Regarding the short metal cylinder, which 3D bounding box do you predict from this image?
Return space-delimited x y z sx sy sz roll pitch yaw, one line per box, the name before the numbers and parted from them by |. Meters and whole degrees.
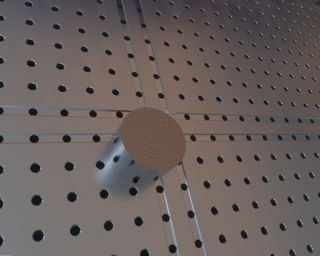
short metal cylinder | -0.016 0.022 0.369 0.081 0.050 0.080 13 56 -21
